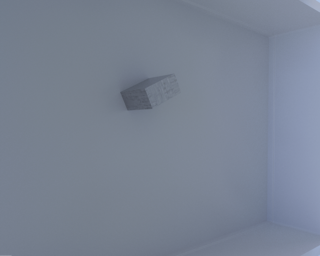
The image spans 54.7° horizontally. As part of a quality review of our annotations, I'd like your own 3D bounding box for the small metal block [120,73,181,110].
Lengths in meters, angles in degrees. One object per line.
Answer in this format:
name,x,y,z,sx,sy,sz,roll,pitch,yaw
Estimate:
small metal block,-0.012,-0.044,0.382,0.050,0.050,0.025,-33,111,-36
